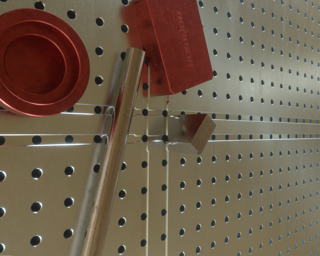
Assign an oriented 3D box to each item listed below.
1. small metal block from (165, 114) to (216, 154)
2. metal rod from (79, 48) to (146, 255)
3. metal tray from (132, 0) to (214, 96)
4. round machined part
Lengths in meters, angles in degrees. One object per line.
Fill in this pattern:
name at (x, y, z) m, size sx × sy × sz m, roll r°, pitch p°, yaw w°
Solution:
small metal block at (0.042, 0.008, 0.431) m, size 0.025 × 0.050 × 0.050 m, roll 48°, pitch 62°, yaw -30°
metal rod at (-0.059, 0.050, 0.361) m, size 0.025 × 0.025 × 0.299 m, roll 19°, pitch 78°, yaw -39°
metal tray at (0.022, -0.118, 0.426) m, size 0.091 × 0.030 × 0.129 m, roll -26°, pitch 106°, yaw -37°
round machined part at (-0.122, -0.059, 0.297) m, size 0.099 × 0.042 × 0.097 m, roll 0°, pitch 90°, yaw -40°
